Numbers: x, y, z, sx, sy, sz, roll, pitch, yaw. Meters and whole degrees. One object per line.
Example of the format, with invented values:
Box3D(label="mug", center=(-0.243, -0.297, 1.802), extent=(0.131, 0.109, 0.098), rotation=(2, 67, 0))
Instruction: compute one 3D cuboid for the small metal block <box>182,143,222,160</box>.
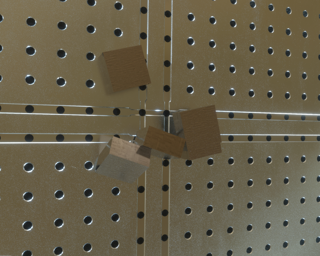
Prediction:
Box3D(label="small metal block", center=(0.055, 0.014, 0.434), extent=(0.050, 0.025, 0.050), rotation=(-11, 94, -20))

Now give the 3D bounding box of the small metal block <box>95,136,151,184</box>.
Box3D(label="small metal block", center=(-0.046, 0.041, 0.381), extent=(0.050, 0.050, 0.025), rotation=(22, 48, -19))

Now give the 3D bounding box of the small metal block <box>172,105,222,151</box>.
Box3D(label="small metal block", center=(0.048, 0.000, 0.405), extent=(0.050, 0.025, 0.050), rotation=(-13, 95, -21))

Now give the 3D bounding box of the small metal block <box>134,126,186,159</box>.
Box3D(label="small metal block", center=(-0.002, 0.020, 0.397), extent=(0.050, 0.050, 0.025), rotation=(21, 76, -16))

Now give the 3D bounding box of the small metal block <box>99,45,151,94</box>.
Box3D(label="small metal block", center=(-0.044, -0.075, 0.397), extent=(0.050, 0.025, 0.050), rotation=(-17, 96, -20))
